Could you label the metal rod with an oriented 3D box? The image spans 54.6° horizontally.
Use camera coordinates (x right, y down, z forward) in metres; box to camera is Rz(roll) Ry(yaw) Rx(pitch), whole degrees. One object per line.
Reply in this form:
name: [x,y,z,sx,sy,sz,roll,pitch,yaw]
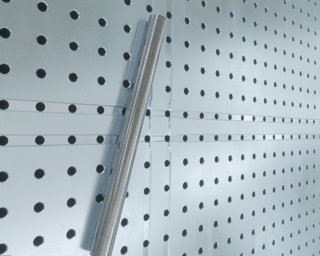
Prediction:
metal rod: [-0.035,0.001,0.378,0.025,0.025,0.299,21,77,-38]
